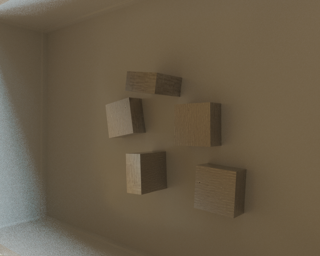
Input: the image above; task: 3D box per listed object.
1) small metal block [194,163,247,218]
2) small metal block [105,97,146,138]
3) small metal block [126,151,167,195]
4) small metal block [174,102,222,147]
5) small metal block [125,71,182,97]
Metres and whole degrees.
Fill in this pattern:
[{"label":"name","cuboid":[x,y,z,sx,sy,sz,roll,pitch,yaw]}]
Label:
[{"label":"small metal block","cuboid":[0.068,0.069,0.351,0.050,0.025,0.050,5,93,40]},{"label":"small metal block","cuboid":[-0.050,-0.014,0.449,0.050,0.025,0.050,-12,82,39]},{"label":"small metal block","cuboid":[-0.017,0.057,0.405,0.025,0.050,0.050,-3,88,40]},{"label":"small metal block","cuboid":[0.045,-0.004,0.370,0.050,0.025,0.050,0,90,40]},{"label":"small metal block","cuboid":[-0.008,-0.056,0.397,0.050,0.050,0.025,11,97,39]}]
